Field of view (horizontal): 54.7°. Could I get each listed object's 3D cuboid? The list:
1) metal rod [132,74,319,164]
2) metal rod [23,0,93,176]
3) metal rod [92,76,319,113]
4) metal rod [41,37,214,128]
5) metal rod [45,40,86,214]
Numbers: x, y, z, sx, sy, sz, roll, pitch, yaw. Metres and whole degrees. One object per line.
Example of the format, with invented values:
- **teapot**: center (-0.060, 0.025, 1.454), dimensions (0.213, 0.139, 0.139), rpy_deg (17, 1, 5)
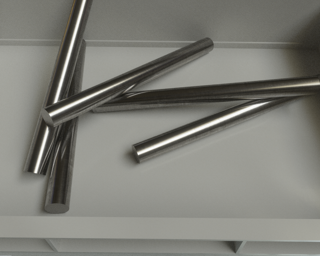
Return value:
- **metal rod**: center (0.106, -0.019, 0.421), dimensions (0.302, 0.025, 0.025), rpy_deg (-20, 53, -17)
- **metal rod**: center (-0.121, -0.089, 0.401), dimensions (0.025, 0.025, 0.299), rpy_deg (8, 75, 6)
- **metal rod**: center (0.058, -0.046, 0.422), dimensions (0.302, 0.025, 0.025), rpy_deg (-5, 50, 4)
- **metal rod**: center (-0.023, -0.076, 0.439), dimensions (0.025, 0.025, 0.302), rpy_deg (37, 50, 27)
- **metal rod**: center (-0.124, -0.028, 0.426), dimensions (0.025, 0.025, 0.300), rpy_deg (-4, 50, -4)
